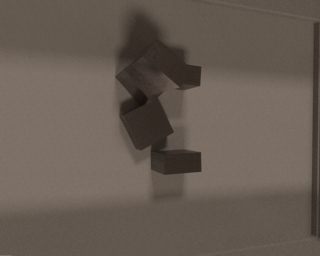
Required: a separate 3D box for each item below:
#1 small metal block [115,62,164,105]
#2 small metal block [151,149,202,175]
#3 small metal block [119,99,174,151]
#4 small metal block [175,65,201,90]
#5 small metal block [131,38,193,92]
[{"bbox_3d":[-0.025,-0.057,0.389,0.025,0.050,0.050,-44,104,-15],"label":"small metal block"},{"bbox_3d":[0.020,0.043,0.406,0.050,0.050,0.025,-2,91,-20],"label":"small metal block"},{"bbox_3d":[-0.018,-0.005,0.405,0.050,0.025,0.050,-29,100,-18],"label":"small metal block"},{"bbox_3d":[0.019,-0.067,0.405,0.050,0.050,0.025,4,89,-20],"label":"small metal block"},{"bbox_3d":[0.001,-0.068,0.345,0.050,0.050,0.025,38,78,-16],"label":"small metal block"}]
